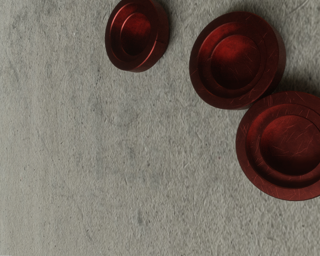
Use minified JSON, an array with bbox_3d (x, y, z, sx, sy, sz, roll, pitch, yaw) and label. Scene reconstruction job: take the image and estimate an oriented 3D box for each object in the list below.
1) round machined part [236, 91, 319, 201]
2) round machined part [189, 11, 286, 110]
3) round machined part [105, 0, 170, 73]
[{"bbox_3d":[0.125,0.016,0.290,0.098,0.042,0.097,0,90,40],"label":"round machined part"},{"bbox_3d":[0.083,-0.067,0.326,0.098,0.042,0.097,0,90,40],"label":"round machined part"},{"bbox_3d":[-0.026,-0.123,0.415,0.098,0.042,0.097,0,90,40],"label":"round machined part"}]
